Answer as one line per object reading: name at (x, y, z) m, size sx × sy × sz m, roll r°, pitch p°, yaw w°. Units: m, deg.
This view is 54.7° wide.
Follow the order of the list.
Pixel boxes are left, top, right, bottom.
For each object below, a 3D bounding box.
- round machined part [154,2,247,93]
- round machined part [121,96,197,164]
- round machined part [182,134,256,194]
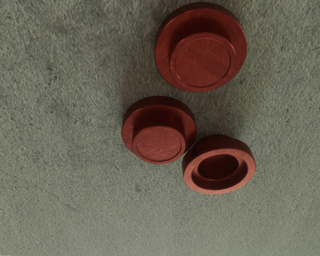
round machined part at (0.043, -0.078, 0.330) m, size 0.099 × 0.042 × 0.097 m, roll 0°, pitch 130°, yaw 0°
round machined part at (-0.001, 0.010, 0.404) m, size 0.099 × 0.042 × 0.097 m, roll 0°, pitch 130°, yaw 0°
round machined part at (0.079, 0.047, 0.434) m, size 0.099 × 0.042 × 0.097 m, roll -3°, pitch 132°, yaw -3°
